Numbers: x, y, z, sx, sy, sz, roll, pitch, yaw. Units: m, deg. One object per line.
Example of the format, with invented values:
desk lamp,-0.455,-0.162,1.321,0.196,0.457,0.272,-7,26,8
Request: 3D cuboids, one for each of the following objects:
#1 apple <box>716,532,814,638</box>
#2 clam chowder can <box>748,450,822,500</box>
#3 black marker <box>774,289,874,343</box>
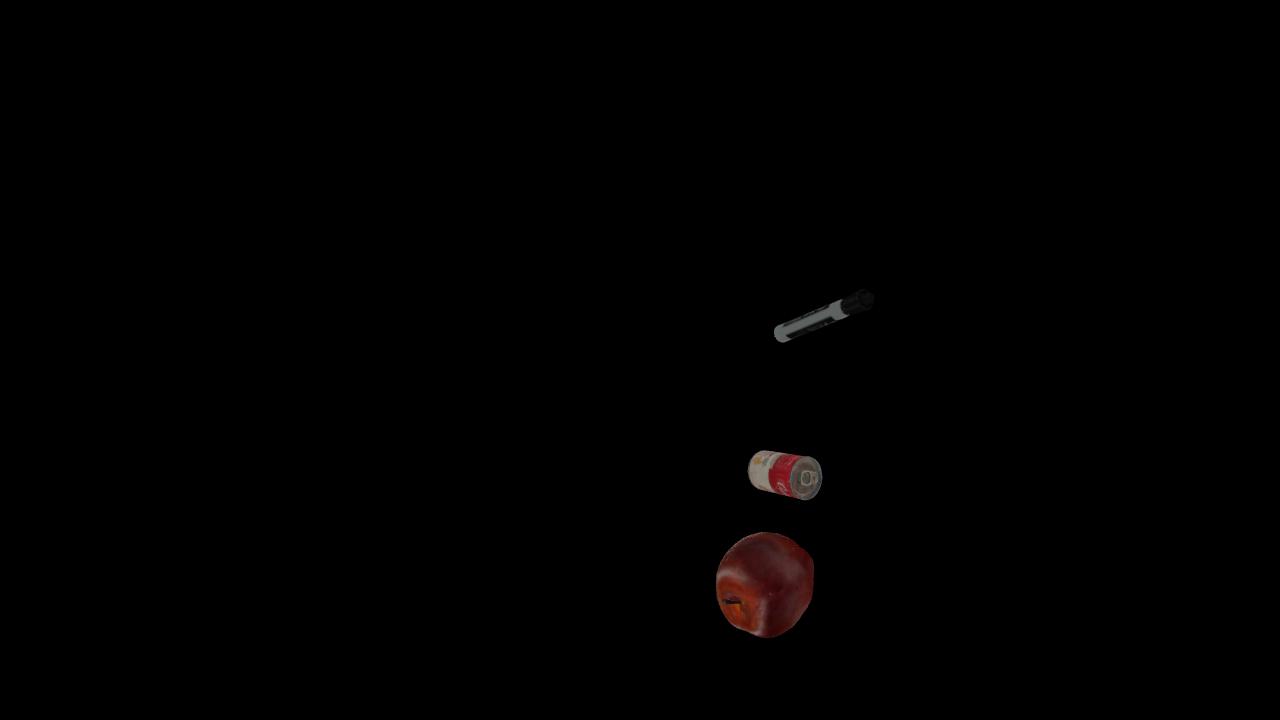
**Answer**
apple,0.105,0.186,0.518,0.093,0.079,0.079,-15,9,-37
clam chowder can,0.230,0.182,0.987,0.068,0.068,0.102,0,-1,-30
black marker,0.171,-0.040,0.579,0.020,0.020,0.121,0,-13,-27
